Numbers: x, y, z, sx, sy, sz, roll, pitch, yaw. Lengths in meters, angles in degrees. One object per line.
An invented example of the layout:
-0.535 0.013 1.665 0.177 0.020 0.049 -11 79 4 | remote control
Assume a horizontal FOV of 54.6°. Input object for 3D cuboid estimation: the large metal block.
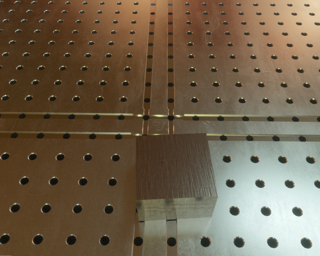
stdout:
0.015 0.054 0.347 0.080 0.050 0.080 -2 50 -2 | large metal block
